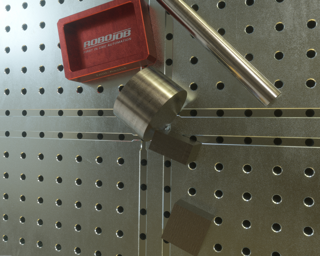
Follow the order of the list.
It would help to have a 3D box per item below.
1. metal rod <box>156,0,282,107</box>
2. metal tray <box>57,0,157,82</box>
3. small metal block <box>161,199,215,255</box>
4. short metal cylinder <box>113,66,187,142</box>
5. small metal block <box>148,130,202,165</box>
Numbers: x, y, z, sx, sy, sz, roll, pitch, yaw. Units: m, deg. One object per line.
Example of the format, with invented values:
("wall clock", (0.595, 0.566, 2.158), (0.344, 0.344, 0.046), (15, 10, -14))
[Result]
("metal rod", (0.037, -0.142, 0.399), (0.025, 0.025, 0.300), (-45, 77, 14))
("metal tray", (-0.076, -0.123, 0.435), (0.130, 0.030, 0.089), (-11, 86, 19))
("small metal block", (0.036, 0.128, 0.399), (0.050, 0.025, 0.050), (23, 97, 18))
("short metal cylinder", (-0.011, -0.029, 0.387), (0.050, 0.080, 0.080), (40, 103, 15))
("small metal block", (0.021, 0.023, 0.391), (0.050, 0.050, 0.025), (22, 98, 18))
